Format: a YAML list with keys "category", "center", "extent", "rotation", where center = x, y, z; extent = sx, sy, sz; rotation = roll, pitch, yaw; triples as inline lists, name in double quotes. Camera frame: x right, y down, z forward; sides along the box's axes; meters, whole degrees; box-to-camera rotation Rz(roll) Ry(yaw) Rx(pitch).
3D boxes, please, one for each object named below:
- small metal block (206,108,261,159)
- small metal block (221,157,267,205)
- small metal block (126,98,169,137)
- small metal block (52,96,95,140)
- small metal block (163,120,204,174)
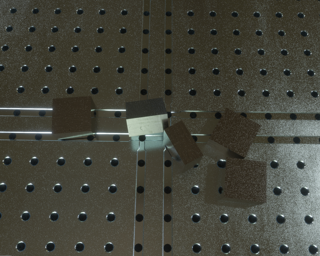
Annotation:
- category: "small metal block"
  center: [0.097, 0.009, 0.410]
  extent: [0.050, 0.025, 0.050]
  rotation: [29, 72, 9]
- category: "small metal block"
  center: [0.105, 0.067, 0.389]
  extent: [0.050, 0.025, 0.050]
  rotation: [7, 70, 2]
- category: "small metal block"
  center: [-0.018, -0.015, 0.403]
  extent: [0.050, 0.025, 0.050]
  rotation: [-8, 30, -3]
- category: "small metal block"
  center: [-0.115, -0.013, 0.415]
  extent: [0.050, 0.025, 0.050]
  rotation: [-5, 70, -2]
- category: "small metal block"
  center: [0.028, 0.025, 0.390]
  extent: [0.025, 0.050, 0.050]
  rotation: [-27, 73, -10]
